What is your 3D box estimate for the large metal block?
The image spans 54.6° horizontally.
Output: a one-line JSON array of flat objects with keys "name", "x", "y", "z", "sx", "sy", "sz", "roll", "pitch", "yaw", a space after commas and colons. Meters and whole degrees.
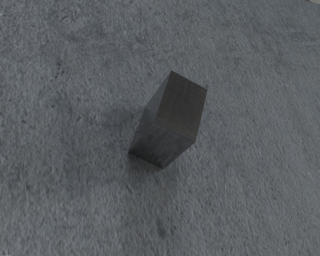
[{"name": "large metal block", "x": 0.009, "y": -0.008, "z": 0.378, "sx": 0.050, "sy": 0.080, "sz": 0.080, "roll": 27, "pitch": 53, "yaw": -12}]
